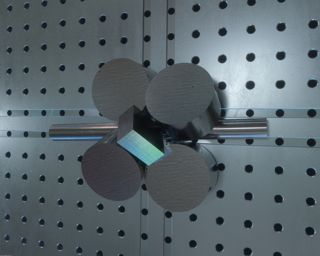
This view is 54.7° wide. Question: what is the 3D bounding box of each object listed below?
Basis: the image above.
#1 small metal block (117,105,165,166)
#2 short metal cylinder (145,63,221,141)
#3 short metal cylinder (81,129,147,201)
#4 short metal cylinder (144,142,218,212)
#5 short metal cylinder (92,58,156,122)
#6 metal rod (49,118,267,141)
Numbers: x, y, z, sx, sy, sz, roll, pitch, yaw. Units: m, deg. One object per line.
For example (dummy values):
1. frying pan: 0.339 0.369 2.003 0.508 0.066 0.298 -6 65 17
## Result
1. small metal block: -0.022 0.008 0.365 0.025 0.050 0.050 -38 120 22
2. short metal cylinder: 0.029 -0.030 0.371 0.080 0.050 0.080 -8 64 17
3. short metal cylinder: -0.053 0.046 0.401 0.080 0.050 0.079 6 112 16
4. short metal cylinder: 0.027 0.058 0.385 0.080 0.050 0.079 0 90 20
5. short metal cylinder: -0.042 -0.048 0.410 0.080 0.050 0.079 0 90 20
6. metal rod: -0.016 0.004 0.414 0.301 0.025 0.025 -1 90 19
